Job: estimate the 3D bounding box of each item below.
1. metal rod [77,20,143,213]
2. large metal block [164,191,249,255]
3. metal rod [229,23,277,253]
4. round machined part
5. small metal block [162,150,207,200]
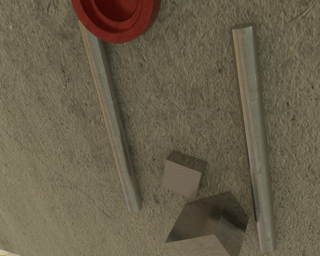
[{"bbox_3d":[-0.063,-0.001,0.437,0.025,0.025,0.298,4,121,25],"label":"metal rod"},{"bbox_3d":[0.066,0.139,0.422,0.080,0.080,0.050,-26,104,37],"label":"large metal block"},{"bbox_3d":[0.115,0.031,0.365,0.025,0.025,0.298,0,119,28],"label":"metal rod"},{"bbox_3d":[-0.043,-0.144,0.328,0.098,0.042,0.097,13,124,20],"label":"round machined part"},{"bbox_3d":[0.033,0.064,0.428,0.050,0.025,0.050,19,126,16],"label":"small metal block"}]
